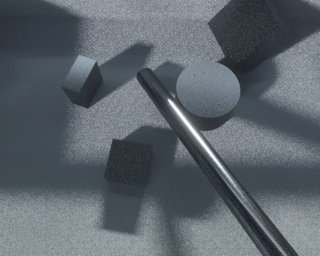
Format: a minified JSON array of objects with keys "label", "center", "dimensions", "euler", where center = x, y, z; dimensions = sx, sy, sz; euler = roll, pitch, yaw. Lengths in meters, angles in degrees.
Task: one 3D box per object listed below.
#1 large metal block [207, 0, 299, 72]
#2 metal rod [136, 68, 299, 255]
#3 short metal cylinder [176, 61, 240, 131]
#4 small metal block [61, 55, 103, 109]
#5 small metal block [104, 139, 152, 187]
[{"label":"large metal block","center":[0.125,-0.136,0.425],"dimensions":[0.050,0.080,0.080],"euler":[-3,64,-45]},{"label":"metal rod","center":[0.045,0.024,0.348],"dimensions":[0.025,0.025,0.300],"euler":[-27,52,-10]},{"label":"short metal cylinder","center":[0.061,-0.042,0.412],"dimensions":[0.081,0.050,0.080],"euler":[0,70,-1]},{"label":"small metal block","center":[-0.103,-0.061,0.417],"dimensions":[0.025,0.050,0.050],"euler":[20,71,7]},{"label":"small metal block","center":[-0.039,0.045,0.393],"dimensions":[0.050,0.025,0.050],"euler":[9,70,3]}]
